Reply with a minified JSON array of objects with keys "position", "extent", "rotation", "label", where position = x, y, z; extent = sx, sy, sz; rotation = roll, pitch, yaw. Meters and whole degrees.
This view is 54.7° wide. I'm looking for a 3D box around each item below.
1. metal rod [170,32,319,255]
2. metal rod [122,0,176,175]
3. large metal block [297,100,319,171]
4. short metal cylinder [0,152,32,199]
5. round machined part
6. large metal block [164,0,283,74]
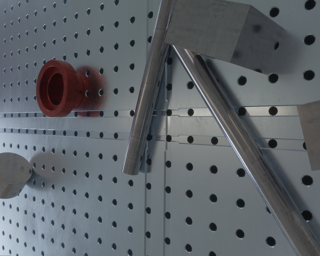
[{"position":[0.085,0.007,0.339],"extent":[0.025,0.025,0.299],"rotation":[-41,65,32],"label":"metal rod"},{"position":[-0.008,-0.079,0.415],"extent":[0.025,0.025,0.298],"rotation":[23,104,37],"label":"metal rod"},{"position":[0.164,-0.001,0.238],"extent":[0.080,0.081,0.050],"rotation":[-16,80,39],"label":"large metal block"},{"position":[-0.310,0.096,0.629],"extent":[0.050,0.081,0.080],"rotation":[-50,61,28],"label":"short metal cylinder"},{"position":[-0.171,-0.067,0.539],"extent":[0.098,0.042,0.097],"rotation":[0,90,40],"label":"round machined part"},{"position":[0.066,-0.096,0.319],"extent":[0.080,0.081,0.050],"rotation":[29,108,36],"label":"large metal block"}]
